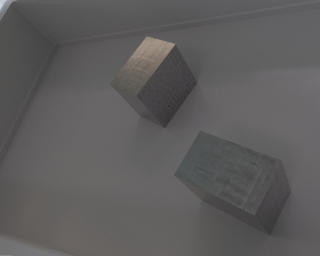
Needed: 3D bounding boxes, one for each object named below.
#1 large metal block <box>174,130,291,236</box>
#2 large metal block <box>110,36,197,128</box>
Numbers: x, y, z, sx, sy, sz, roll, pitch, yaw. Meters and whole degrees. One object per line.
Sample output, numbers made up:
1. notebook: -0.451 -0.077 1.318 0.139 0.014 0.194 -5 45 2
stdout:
1. large metal block: 0.073 0.054 0.299 0.080 0.080 0.050 22 74 36
2. large metal block: -0.005 -0.059 0.410 0.050 0.080 0.080 27 77 37
